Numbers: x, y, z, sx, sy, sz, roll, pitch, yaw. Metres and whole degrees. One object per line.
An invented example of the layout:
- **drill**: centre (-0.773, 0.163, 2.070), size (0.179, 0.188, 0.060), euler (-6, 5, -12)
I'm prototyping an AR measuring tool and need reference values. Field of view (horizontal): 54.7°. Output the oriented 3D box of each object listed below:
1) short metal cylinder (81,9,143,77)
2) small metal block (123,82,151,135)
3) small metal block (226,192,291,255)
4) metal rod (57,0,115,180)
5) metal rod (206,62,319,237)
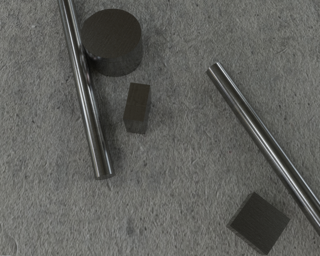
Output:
- **short metal cylinder**: centre (-0.065, -0.119, 0.438), size (0.081, 0.050, 0.080), euler (0, 70, 0)
- **small metal block**: centre (-0.028, -0.024, 0.403), size (0.025, 0.050, 0.050), euler (8, 70, 3)
- **small metal block**: centre (0.116, 0.113, 0.368), size (0.050, 0.025, 0.050), euler (38, 74, 12)
- **metal rod**: centre (-0.109, -0.074, 0.434), size (0.025, 0.025, 0.299), euler (-15, 71, -5)
- **metal rod**: centre (0.149, 0.038, 0.395), size (0.025, 0.025, 0.299), euler (-28, 73, -10)
